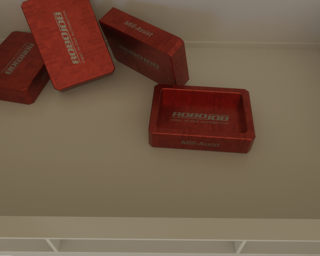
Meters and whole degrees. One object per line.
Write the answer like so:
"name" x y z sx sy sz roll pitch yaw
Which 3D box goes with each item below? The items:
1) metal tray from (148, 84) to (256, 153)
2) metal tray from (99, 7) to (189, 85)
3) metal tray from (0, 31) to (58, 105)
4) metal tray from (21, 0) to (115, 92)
"metal tray" 0.054 -0.015 0.414 0.131 0.030 0.090 4 50 2
"metal tray" -0.022 -0.113 0.454 0.130 0.090 0.030 32 73 23
"metal tray" -0.215 -0.097 0.481 0.090 0.030 0.130 9 51 7
"metal tray" -0.130 -0.127 0.449 0.091 0.030 0.129 -21 95 -9
